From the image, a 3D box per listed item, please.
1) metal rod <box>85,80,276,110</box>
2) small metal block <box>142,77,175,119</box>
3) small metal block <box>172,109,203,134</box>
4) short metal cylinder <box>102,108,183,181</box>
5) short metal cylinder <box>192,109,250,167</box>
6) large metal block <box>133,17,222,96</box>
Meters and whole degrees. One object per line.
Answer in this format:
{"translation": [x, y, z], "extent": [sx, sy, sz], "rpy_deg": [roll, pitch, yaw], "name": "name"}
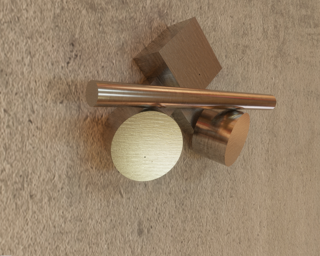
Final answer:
{"translation": [0.053, -0.036, 0.383], "extent": [0.302, 0.025, 0.025], "rpy_deg": [-2, 92, -40], "name": "metal rod"}
{"translation": [-0.012, -0.029, 0.396], "extent": [0.050, 0.025, 0.050], "rpy_deg": [-51, 120, -29], "name": "small metal block"}
{"translation": [0.044, -0.027, 0.442], "extent": [0.050, 0.025, 0.050], "rpy_deg": [-51, 120, -28], "name": "small metal block"}
{"translation": [-0.021, 0.013, 0.353], "extent": [0.081, 0.050, 0.079], "rpy_deg": [-6, 109, -19], "name": "short metal cylinder"}
{"translation": [0.089, 0.009, 0.446], "extent": [0.081, 0.050, 0.079], "rpy_deg": [-36, 137, -43], "name": "short metal cylinder"}
{"translation": [0.026, -0.085, 0.408], "extent": [0.080, 0.050, 0.080], "rpy_deg": [-50, 120, -28], "name": "large metal block"}
